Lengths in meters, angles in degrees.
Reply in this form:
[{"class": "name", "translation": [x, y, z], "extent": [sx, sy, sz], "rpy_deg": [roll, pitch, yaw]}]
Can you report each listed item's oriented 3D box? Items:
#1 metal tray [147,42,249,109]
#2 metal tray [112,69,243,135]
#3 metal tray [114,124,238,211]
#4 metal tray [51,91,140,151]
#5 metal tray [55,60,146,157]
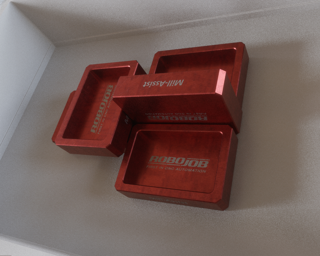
[{"class": "metal tray", "translation": [0.046, -0.065, 0.416], "extent": [0.130, 0.030, 0.090], "rpy_deg": [1, 62, 28]}, {"class": "metal tray", "translation": [0.022, -0.026, 0.365], "extent": [0.130, 0.090, 0.030], "rpy_deg": [1, 63, 28]}, {"class": "metal tray", "translation": [0.019, 0.041, 0.364], "extent": [0.130, 0.030, 0.090], "rpy_deg": [1, 62, 28]}, {"class": "metal tray", "translation": [-0.086, -0.012, 0.449], "extent": [0.130, 0.030, 0.090], "rpy_deg": [1, 62, 28]}, {"class": "metal tray", "translation": [-0.077, -0.028, 0.417], "extent": [0.090, 0.030, 0.130], "rpy_deg": [1, 62, 28]}]
